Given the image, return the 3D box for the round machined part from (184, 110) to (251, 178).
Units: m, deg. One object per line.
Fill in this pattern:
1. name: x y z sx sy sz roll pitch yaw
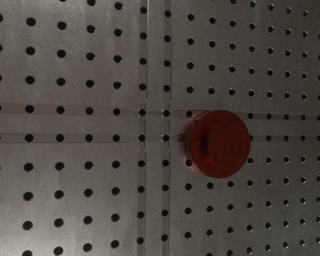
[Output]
1. round machined part: 0.087 0.023 0.437 0.099 0.042 0.097 0 90 -21
